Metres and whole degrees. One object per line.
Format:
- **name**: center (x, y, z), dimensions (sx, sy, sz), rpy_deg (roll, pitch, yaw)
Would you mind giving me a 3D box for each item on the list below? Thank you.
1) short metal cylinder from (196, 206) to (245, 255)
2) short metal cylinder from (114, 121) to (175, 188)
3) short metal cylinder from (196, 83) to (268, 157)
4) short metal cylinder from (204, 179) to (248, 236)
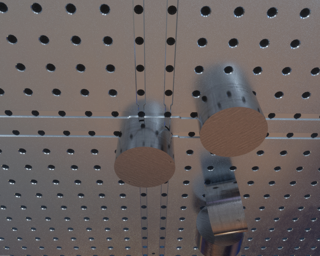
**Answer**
- **short metal cylinder**: center (0.101, 0.177, 0.528), dimensions (0.081, 0.080, 0.050), rpy_deg (-2, 130, 1)
- **short metal cylinder**: center (-0.020, 0.037, 0.427), dimensions (0.081, 0.050, 0.079), rpy_deg (-1, 130, 0)
- **short metal cylinder**: center (0.088, -0.009, 0.389), dimensions (0.081, 0.050, 0.079), rpy_deg (0, 130, 0)
- **short metal cylinder**: center (0.103, 0.124, 0.483), dimensions (0.050, 0.080, 0.080), rpy_deg (-13, 129, 10)
